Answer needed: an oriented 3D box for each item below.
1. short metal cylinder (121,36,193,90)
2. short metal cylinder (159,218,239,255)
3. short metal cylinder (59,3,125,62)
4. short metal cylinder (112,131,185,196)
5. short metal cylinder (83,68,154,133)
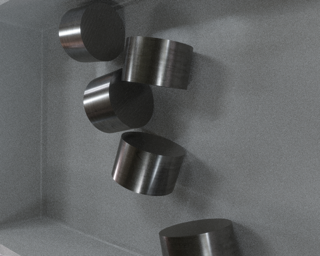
[{"bbox_3d":[-0.003,-0.076,0.374,0.080,0.081,0.050,14,99,39],"label":"short metal cylinder"},{"bbox_3d":[0.043,0.133,0.336,0.080,0.081,0.050,-16,80,39],"label":"short metal cylinder"},{"bbox_3d":[-0.098,-0.137,0.452,0.050,0.081,0.079,8,95,40],"label":"short metal cylinder"},{"bbox_3d":[-0.014,0.042,0.383,0.080,0.081,0.050,26,107,37],"label":"short metal cylinder"},{"bbox_3d":[-0.054,-0.036,0.416,0.050,0.081,0.080,-11,83,39],"label":"short metal cylinder"}]
